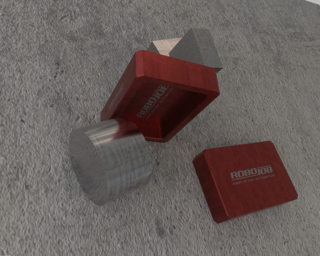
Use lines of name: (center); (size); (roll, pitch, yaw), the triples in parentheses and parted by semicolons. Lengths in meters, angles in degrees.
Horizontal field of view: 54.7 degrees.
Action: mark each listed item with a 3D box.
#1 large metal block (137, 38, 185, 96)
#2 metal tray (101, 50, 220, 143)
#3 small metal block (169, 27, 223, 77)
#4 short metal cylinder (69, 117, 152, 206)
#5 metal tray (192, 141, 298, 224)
large metal block: (0.017, -0.077, 0.424); (0.081, 0.080, 0.050); (-18, 72, -35)
metal tray: (-0.006, -0.027, 0.349); (0.091, 0.129, 0.030); (9, 60, -24)
small metal block: (0.039, -0.077, 0.354); (0.025, 0.050, 0.050); (-5, 71, -32)
short metal cylinder: (-0.053, 0.033, 0.320); (0.050, 0.080, 0.080); (-19, 72, -35)
metal tray: (0.117, 0.069, 0.422); (0.131, 0.030, 0.090); (-5, 64, -30)
